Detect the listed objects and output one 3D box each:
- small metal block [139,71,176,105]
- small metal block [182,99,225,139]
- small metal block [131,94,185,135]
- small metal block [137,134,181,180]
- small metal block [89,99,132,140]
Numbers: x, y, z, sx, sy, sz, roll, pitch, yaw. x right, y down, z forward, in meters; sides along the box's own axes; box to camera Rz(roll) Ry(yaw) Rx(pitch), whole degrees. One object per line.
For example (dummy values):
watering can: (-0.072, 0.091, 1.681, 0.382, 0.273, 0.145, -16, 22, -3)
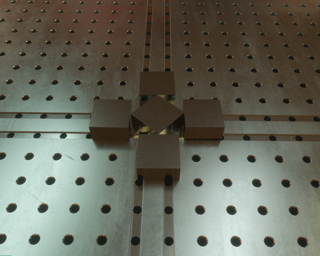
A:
small metal block: (-0.004, -0.057, 0.456, 0.050, 0.025, 0.050, 0, 50, -1)
small metal block: (0.057, -0.012, 0.418, 0.050, 0.025, 0.050, 0, 50, -1)
small metal block: (-0.003, -0.012, 0.417, 0.050, 0.025, 0.050, 35, 58, 25)
small metal block: (-0.002, 0.035, 0.378, 0.050, 0.025, 0.050, 0, 50, 0)
small metal block: (-0.064, -0.012, 0.417, 0.050, 0.025, 0.050, 1, 50, 0)
